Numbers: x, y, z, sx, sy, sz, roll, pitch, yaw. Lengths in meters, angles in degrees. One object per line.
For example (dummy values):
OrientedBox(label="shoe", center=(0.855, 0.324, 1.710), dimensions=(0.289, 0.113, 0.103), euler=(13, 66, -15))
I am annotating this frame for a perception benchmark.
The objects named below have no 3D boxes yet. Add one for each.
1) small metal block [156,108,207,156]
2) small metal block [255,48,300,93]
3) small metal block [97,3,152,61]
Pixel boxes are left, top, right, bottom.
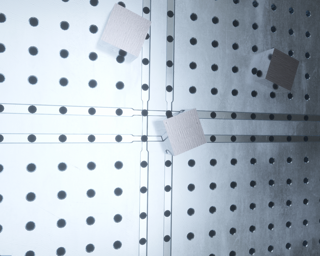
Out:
OrientedBox(label="small metal block", center=(0.030, 0.005, 0.423), dimensions=(0.050, 0.025, 0.050), euler=(-21, 97, -19))
OrientedBox(label="small metal block", center=(0.181, -0.088, 0.479), dimensions=(0.050, 0.025, 0.050), euler=(21, 83, -19))
OrientedBox(label="small metal block", center=(-0.045, -0.121, 0.396), dimensions=(0.050, 0.025, 0.050), euler=(22, 83, -19))
